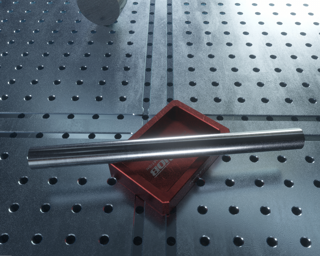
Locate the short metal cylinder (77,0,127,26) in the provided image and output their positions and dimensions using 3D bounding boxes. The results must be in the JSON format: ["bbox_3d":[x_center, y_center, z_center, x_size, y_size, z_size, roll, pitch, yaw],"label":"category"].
[{"bbox_3d":[-0.105,-0.238,0.572,0.080,0.080,0.050,10,51,8],"label":"short metal cylinder"}]

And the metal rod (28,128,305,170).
[{"bbox_3d":[0.011,0.022,0.348,0.302,0.025,0.025,-4,50,-4],"label":"metal rod"}]

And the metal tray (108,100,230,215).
[{"bbox_3d":[0.013,0.029,0.379,0.090,0.030,0.131,32,57,24],"label":"metal tray"}]
